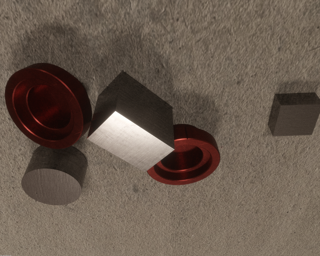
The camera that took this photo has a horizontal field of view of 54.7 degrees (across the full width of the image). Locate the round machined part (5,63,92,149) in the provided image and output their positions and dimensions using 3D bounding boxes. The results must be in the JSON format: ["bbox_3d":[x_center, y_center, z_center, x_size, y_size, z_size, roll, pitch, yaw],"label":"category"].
[{"bbox_3d":[-0.122,-0.028,0.357,0.098,0.042,0.097,9,120,15],"label":"round machined part"}]

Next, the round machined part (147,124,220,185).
[{"bbox_3d":[0.028,0.032,0.419,0.099,0.042,0.097,-4,135,-4],"label":"round machined part"}]

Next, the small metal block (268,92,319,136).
[{"bbox_3d":[0.171,-0.017,0.396,0.050,0.025,0.050,-2,130,1],"label":"small metal block"}]

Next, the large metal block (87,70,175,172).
[{"bbox_3d":[-0.031,-0.008,0.364,0.080,0.080,0.050,34,122,-26],"label":"large metal block"}]

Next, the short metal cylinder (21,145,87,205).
[{"bbox_3d":[-0.149,0.067,0.445,0.081,0.050,0.079,0,130,0],"label":"short metal cylinder"}]
